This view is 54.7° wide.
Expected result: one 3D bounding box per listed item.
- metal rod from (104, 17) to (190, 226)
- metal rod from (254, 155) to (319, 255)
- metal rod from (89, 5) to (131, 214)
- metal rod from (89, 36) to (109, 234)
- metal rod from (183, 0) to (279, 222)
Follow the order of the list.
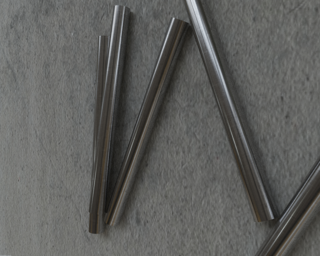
[{"bbox_3d":[-0.023,0.003,0.421,0.025,0.025,0.298,31,109,35],"label":"metal rod"},{"bbox_3d":[0.139,0.066,0.289,0.025,0.025,0.298,36,112,33],"label":"metal rod"},{"bbox_3d":[-0.074,-0.025,0.451,0.025,0.025,0.298,8,92,39],"label":"metal rod"},{"bbox_3d":[-0.090,0.012,0.476,0.025,0.025,0.298,6,94,39],"label":"metal rod"},{"bbox_3d":[0.069,-0.049,0.346,0.025,0.025,0.299,-25,75,37],"label":"metal rod"}]
